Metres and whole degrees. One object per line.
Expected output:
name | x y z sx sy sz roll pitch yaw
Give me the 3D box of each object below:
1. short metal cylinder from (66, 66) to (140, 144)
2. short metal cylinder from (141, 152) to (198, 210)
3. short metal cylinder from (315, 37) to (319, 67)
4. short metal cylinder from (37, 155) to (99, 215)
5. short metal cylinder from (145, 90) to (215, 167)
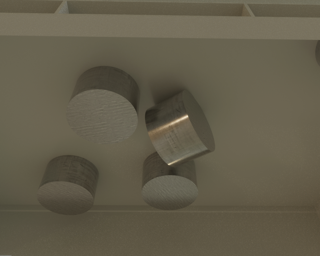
short metal cylinder | -0.065 -0.026 0.369 0.081 0.050 0.079 0 130 0
short metal cylinder | 0.014 0.077 0.458 0.081 0.050 0.079 0 130 0
short metal cylinder | 0.216 -0.079 0.327 0.081 0.050 0.079 0 130 0
short metal cylinder | -0.136 0.086 0.465 0.081 0.050 0.079 0 130 0
short metal cylinder | 0.025 0.001 0.374 0.050 0.080 0.080 -26 126 20
